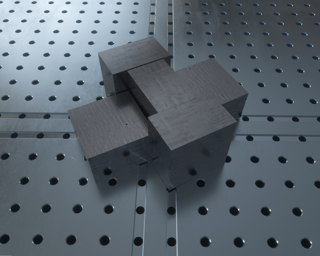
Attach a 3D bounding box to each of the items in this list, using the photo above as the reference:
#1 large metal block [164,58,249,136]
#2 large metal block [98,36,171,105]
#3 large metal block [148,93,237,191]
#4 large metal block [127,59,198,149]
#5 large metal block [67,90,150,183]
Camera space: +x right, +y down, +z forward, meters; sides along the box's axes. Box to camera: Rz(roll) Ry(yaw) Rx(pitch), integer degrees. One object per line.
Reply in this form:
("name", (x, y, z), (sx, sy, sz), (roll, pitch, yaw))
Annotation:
("large metal block", (0.059, -0.042, 0.427), (0.081, 0.050, 0.080), (-23, 56, -18))
("large metal block", (-0.033, -0.070, 0.430), (0.081, 0.080, 0.050), (-22, 53, -18))
("large metal block", (0.034, 0.016, 0.358), (0.081, 0.080, 0.050), (-22, 54, -19))
("large metal block", (0.001, -0.027, 0.395), (0.050, 0.080, 0.080), (-23, 54, -18))
("large metal block", (-0.059, 0.008, 0.386), (0.081, 0.050, 0.080), (-21, 53, -17))
